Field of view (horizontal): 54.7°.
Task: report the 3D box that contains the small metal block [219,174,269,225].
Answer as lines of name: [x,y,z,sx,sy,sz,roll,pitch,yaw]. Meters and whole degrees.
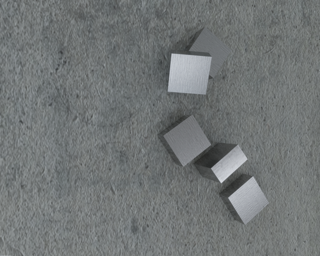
small metal block: [0.123,0.104,0.455,0.050,0.025,0.050,-36,102,-17]

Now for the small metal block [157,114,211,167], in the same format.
small metal block: [0.033,0.016,0.421,0.050,0.025,0.050,-36,102,-16]

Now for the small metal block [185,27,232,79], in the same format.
small metal block: [0.063,-0.103,0.432,0.050,0.025,0.050,37,78,-17]

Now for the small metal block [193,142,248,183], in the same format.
small metal block: [0.082,0.046,0.426,0.050,0.050,0.025,-38,103,-16]

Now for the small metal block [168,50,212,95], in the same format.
small metal block: [0.037,-0.073,0.405,0.050,0.025,0.050,4,115,-3]
